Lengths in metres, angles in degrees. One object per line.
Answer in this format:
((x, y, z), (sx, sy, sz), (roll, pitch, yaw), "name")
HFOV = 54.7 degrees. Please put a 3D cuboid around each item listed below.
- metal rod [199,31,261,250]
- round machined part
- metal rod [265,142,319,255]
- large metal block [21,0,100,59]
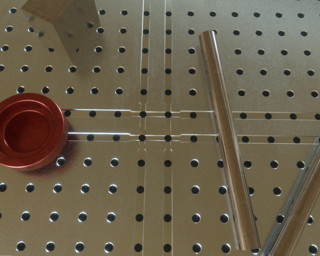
((0.088, 0.002, 0.412), (0.025, 0.025, 0.299), (-6, 70, -3), "metal rod")
((-0.167, 0.007, 0.398), (0.099, 0.042, 0.098), (0, 70, -1), "round machined part")
((0.159, 0.116, 0.371), (0.025, 0.025, 0.300), (31, 73, 10), "metal rod")
((-0.136, -0.160, 0.439), (0.050, 0.080, 0.080), (28, 72, 9), "large metal block")
